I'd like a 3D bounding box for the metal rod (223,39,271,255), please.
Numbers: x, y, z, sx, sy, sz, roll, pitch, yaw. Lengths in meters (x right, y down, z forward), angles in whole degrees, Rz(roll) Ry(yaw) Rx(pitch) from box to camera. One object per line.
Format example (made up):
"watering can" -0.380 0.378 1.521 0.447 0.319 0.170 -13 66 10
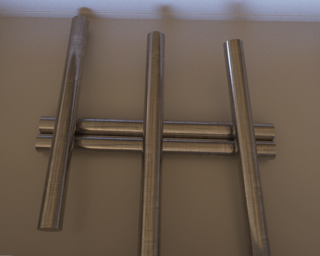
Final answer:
"metal rod" 0.105 0.036 0.373 0.025 0.025 0.298 -4 78 -2

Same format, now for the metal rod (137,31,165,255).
"metal rod" -0.009 0.014 0.377 0.025 0.025 0.299 1 70 0

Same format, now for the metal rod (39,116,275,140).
"metal rod" -0.004 0.001 0.408 0.302 0.025 0.025 2 70 0

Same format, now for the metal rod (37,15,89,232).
"metal rod" -0.116 -0.026 0.391 0.025 0.025 0.299 -1 62 -1

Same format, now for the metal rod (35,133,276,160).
"metal rod" -0.005 0.024 0.400 0.302 0.025 0.025 2 70 0
